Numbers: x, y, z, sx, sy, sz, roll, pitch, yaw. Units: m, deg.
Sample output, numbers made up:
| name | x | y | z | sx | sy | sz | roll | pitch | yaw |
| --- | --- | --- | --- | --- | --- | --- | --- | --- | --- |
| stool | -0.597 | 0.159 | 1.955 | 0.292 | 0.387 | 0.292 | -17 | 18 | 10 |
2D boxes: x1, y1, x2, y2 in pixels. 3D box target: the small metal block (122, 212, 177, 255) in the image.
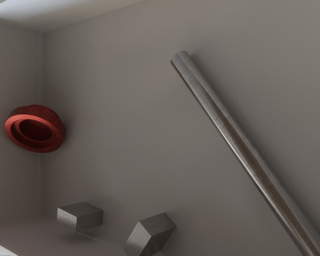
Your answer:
| name | x | y | z | sx | sy | sz | roll | pitch | yaw |
| --- | --- | --- | --- | --- | --- | --- | --- | --- | --- |
| small metal block | -0.013 | 0.141 | 0.399 | 0.025 | 0.050 | 0.050 | 42 | 115 | 31 |

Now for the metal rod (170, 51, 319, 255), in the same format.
| name | x | y | z | sx | sy | sz | roll | pitch | yaw |
| --- | --- | --- | --- | --- | --- | --- | --- | --- | --- |
| metal rod | 0.095 | 0.032 | 0.327 | 0.025 | 0.025 | 0.299 | -45 | 63 | 30 |

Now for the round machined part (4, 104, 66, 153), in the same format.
| name | x | y | z | sx | sy | sz | roll | pitch | yaw |
| --- | --- | --- | --- | --- | --- | --- | --- | --- | --- |
| round machined part | -0.216 | -0.003 | 0.546 | 0.098 | 0.098 | 0.042 | -37 | 32 | 34 |

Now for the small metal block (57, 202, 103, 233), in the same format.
| name | x | y | z | sx | sy | sz | roll | pitch | yaw |
| --- | --- | --- | --- | --- | --- | --- | --- | --- | --- |
| small metal block | -0.127 | 0.141 | 0.492 | 0.050 | 0.050 | 0.025 | 9 | 96 | 39 |
